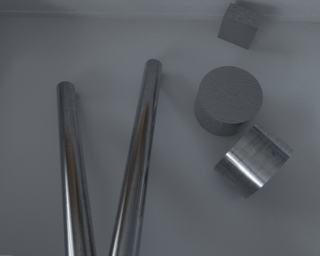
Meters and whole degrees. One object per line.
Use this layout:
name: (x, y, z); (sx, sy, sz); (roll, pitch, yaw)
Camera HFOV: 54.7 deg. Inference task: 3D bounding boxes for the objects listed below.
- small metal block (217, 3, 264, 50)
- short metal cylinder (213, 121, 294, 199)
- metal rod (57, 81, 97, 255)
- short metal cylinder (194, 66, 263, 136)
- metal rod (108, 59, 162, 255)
small metal block: (0.116, -0.147, 0.452); (0.050, 0.050, 0.025); (25, 72, 8)
short metal cylinder: (0.110, 0.038, 0.368); (0.080, 0.080, 0.050); (-43, 76, -14)
metal rod: (-0.091, 0.043, 0.324); (0.025, 0.025, 0.300); (-16, 44, -6)
short metal cylinder: (0.088, -0.034, 0.410); (0.081, 0.050, 0.080); (0, 70, 0)
metal rod: (-0.021, 0.018, 0.339); (0.025, 0.025, 0.300); (5, 46, 1)
